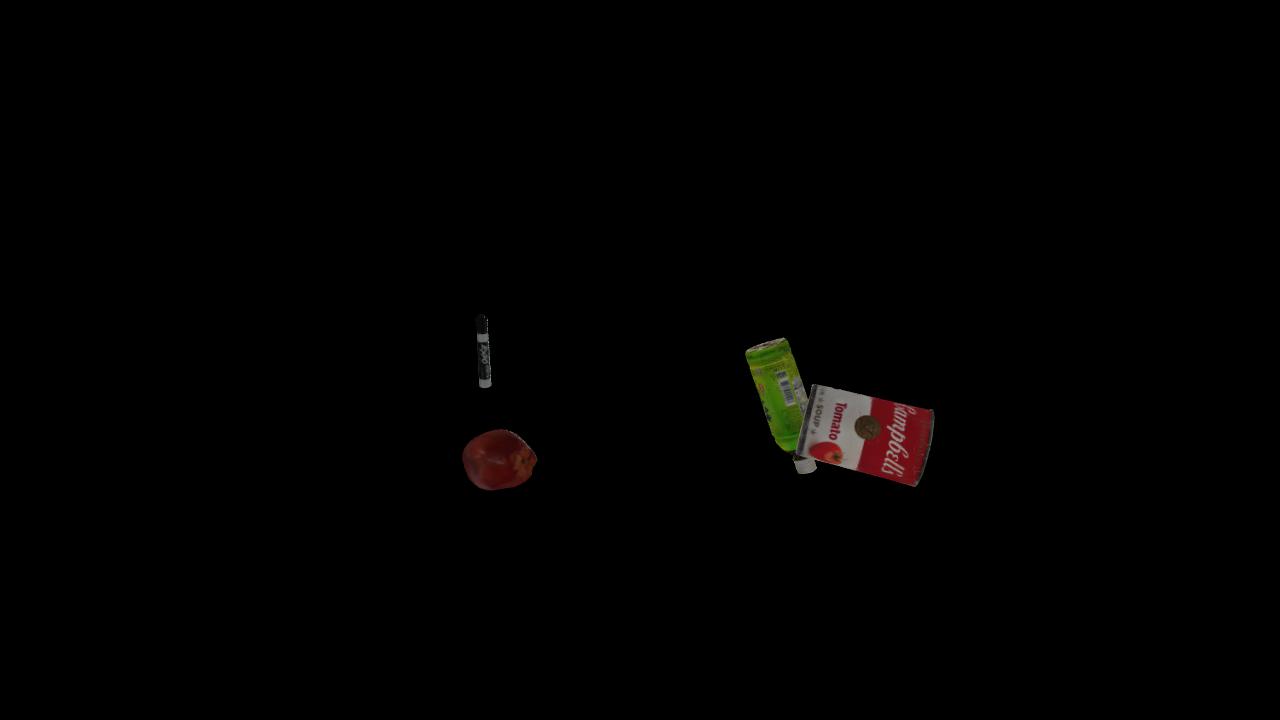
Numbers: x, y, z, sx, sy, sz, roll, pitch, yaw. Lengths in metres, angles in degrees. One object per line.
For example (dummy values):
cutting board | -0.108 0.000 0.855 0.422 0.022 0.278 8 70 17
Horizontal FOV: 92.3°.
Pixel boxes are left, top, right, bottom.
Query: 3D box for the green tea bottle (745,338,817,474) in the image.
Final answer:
green tea bottle | 0.228 0.075 0.958 0.073 0.212 0.073 -19 1 0

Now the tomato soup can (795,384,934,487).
tomato soup can | 0.193 0.063 0.534 0.101 0.068 0.068 14 4 18

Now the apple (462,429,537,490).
apple | -0.176 0.123 0.763 0.093 0.079 0.079 3 2 37

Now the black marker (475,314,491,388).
black marker | -0.242 -0.014 0.952 0.020 0.121 0.020 3 26 -2
